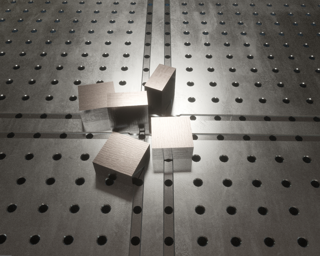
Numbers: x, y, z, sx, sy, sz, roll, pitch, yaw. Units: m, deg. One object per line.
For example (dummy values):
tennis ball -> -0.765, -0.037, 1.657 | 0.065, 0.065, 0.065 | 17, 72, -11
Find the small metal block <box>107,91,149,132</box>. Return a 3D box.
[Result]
small metal block -> -0.041, -0.021, 0.408 | 0.050, 0.050, 0.025 | -4, 50, -4

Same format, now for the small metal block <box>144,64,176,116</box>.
small metal block -> 0.001, -0.053, 0.436 | 0.025, 0.050, 0.050 | 19, 52, 14

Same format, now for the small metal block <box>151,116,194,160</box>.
small metal block -> 0.015, 0.012, 0.397 | 0.050, 0.025, 0.050 | -2, 50, -2

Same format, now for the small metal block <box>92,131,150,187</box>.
small metal block -> -0.045, 0.037, 0.376 | 0.050, 0.025, 0.050 | 18, 52, 14

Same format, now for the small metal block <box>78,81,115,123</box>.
small metal block -> -0.087, -0.037, 0.438 | 0.050, 0.025, 0.050 | -9, 51, -8
